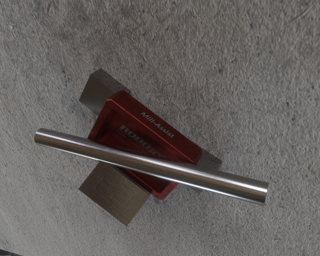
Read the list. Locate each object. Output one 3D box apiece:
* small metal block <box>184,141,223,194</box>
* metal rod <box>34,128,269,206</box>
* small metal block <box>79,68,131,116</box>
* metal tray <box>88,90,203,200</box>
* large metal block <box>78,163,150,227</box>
[{"bbox_3d":[0.047,0.053,0.415,0.050,0.025,0.050,33,129,6],"label":"small metal block"},{"bbox_3d":[-0.027,0.040,0.375,0.301,0.025,0.025,12,123,21],"label":"metal rod"},{"bbox_3d":[-0.075,-0.044,0.419,0.050,0.025,0.050,38,129,2],"label":"small metal block"},{"bbox_3d":[-0.023,0.024,0.397,0.130,0.030,0.089,37,129,2],"label":"metal tray"},{"bbox_3d":[-0.059,0.087,0.445,0.080,0.080,0.050,37,87,3],"label":"large metal block"}]
